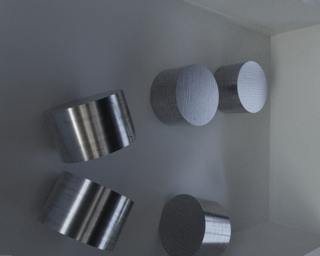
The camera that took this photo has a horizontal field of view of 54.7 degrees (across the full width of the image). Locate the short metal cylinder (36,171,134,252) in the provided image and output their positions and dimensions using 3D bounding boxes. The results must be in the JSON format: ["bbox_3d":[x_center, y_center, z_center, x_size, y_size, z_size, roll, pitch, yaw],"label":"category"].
[{"bbox_3d":[-0.073,0.083,0.310,0.080,0.080,0.050,37,68,-34],"label":"short metal cylinder"}]

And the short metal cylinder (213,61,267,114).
[{"bbox_3d":[0.128,-0.063,0.497,0.081,0.050,0.080,0,90,-40],"label":"short metal cylinder"}]

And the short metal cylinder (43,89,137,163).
[{"bbox_3d":[-0.069,-0.004,0.313,0.081,0.080,0.050,-26,106,-37],"label":"short metal cylinder"}]

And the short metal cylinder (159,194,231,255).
[{"bbox_3d":[0.045,0.131,0.409,0.050,0.080,0.080,22,76,-38],"label":"short metal cylinder"}]

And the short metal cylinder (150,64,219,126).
[{"bbox_3d":[0.034,-0.043,0.418,0.081,0.050,0.080,0,90,-40],"label":"short metal cylinder"}]
